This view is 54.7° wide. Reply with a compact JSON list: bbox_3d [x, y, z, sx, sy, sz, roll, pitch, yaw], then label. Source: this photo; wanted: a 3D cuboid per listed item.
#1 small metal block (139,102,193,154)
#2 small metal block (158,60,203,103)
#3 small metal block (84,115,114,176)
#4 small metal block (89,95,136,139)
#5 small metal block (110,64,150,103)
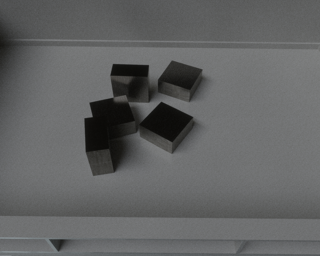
[{"bbox_3d":[0.008,-0.001,0.406,0.050,0.025,0.050,28,55,21],"label":"small metal block"},{"bbox_3d":[0.030,-0.071,0.465,0.050,0.025,0.050,20,53,15],"label":"small metal block"},{"bbox_3d":[-0.072,0.021,0.370,0.025,0.050,0.050,-8,51,-7],"label":"small metal block"},{"bbox_3d":[-0.064,-0.014,0.416,0.050,0.025,0.050,-13,51,-12],"label":"small metal block"},{"bbox_3d":[-0.041,-0.063,0.441,0.050,0.050,0.025,2,50,1],"label":"small metal block"}]
